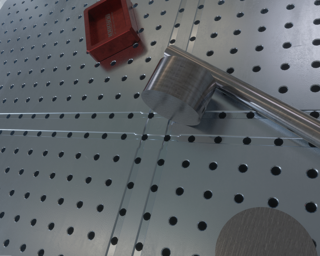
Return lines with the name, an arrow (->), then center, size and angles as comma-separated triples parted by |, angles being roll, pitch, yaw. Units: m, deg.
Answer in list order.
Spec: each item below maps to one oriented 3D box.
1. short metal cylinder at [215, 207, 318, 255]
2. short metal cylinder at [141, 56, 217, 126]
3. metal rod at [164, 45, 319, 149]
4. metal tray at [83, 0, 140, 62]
short metal cylinder -> 0.095, 0.116, 0.271 | 0.080, 0.050, 0.080 | -13, 56, 21
short metal cylinder -> 0.024, -0.045, 0.388 | 0.080, 0.080, 0.050 | 15, 70, 34
metal rod -> 0.107, -0.040, 0.376 | 0.025, 0.025, 0.300 | -47, 51, -5
metal tray -> -0.092, -0.191, 0.570 | 0.090, 0.030, 0.130 | -24, 53, 13
